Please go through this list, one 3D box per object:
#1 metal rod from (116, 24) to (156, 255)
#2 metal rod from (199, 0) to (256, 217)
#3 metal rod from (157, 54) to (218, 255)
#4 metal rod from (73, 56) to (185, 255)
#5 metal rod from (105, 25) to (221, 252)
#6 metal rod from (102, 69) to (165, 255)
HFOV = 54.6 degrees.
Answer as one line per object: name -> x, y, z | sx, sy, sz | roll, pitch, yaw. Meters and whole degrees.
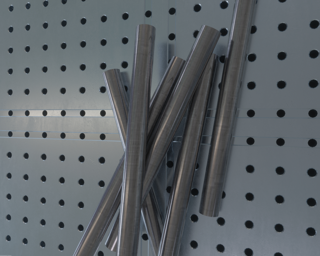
metal rod -> -0.029, 0.022, 0.373 | 0.025, 0.025, 0.299 | 2, 83, 20
metal rod -> 0.085, -0.039, 0.382 | 0.025, 0.025, 0.298 | 10, 93, 20
metal rod -> 0.031, 0.054, 0.387 | 0.025, 0.025, 0.299 | 11, 88, 20
metal rod -> -0.039, 0.046, 0.398 | 0.025, 0.025, 0.299 | 26, 88, 18
metal rod -> 0.000, 0.020, 0.385 | 0.025, 0.025, 0.299 | 27, 99, 18
metal rod -> -0.027, 0.064, 0.422 | 0.025, 0.025, 0.299 | -18, 84, 19
